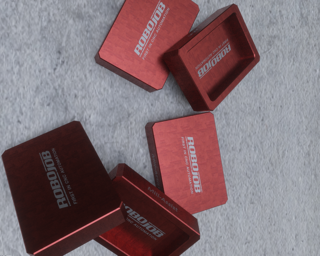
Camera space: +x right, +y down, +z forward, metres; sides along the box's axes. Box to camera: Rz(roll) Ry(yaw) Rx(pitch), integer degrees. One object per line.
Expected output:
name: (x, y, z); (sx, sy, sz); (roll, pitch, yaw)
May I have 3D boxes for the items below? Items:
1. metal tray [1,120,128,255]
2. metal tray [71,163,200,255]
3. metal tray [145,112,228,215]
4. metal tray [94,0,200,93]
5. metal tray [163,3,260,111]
metal tray: (-0.102, 0.058, 0.321); (0.091, 0.130, 0.030); (-26, 141, -15)
metal tray: (-0.028, 0.114, 0.375); (0.130, 0.030, 0.090); (41, 106, -16)
metal tray: (0.037, 0.049, 0.421); (0.091, 0.030, 0.129); (-12, 94, -20)
metal tray: (-0.015, -0.123, 0.402); (0.090, 0.030, 0.130); (28, 81, -18)
metal tray: (0.074, -0.094, 0.412); (0.131, 0.030, 0.090); (-45, 115, -27)
